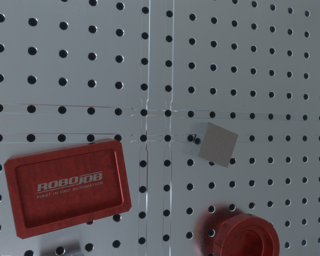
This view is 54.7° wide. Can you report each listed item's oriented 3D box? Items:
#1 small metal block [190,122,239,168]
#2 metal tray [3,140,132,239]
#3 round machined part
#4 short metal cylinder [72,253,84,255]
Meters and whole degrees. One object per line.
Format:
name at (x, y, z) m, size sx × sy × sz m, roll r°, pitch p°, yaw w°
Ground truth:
small metal block at (0.077, 0.024, 0.441) m, size 0.050 × 0.025 × 0.050 m, roll 22°, pitch 83°, yaw -19°
metal tray at (-0.106, 0.068, 0.370) m, size 0.131 × 0.030 × 0.089 m, roll -10°, pitch 94°, yaw -20°
round machined part at (0.119, 0.172, 0.448) m, size 0.099 × 0.042 × 0.097 m, roll 0°, pitch 90°, yaw -20°
short metal cylinder at (-0.104, 0.188, 0.345) m, size 0.050 × 0.080 × 0.079 m, roll -9°, pitch 93°, yaw -20°
